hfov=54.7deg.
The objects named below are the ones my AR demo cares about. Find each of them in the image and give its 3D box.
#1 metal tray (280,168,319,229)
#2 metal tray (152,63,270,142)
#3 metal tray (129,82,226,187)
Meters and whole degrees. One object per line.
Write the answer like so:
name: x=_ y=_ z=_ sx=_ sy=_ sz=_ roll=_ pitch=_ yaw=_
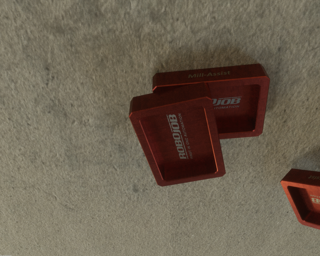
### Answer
metal tray: x=0.244 y=0.107 z=0.429 sx=0.130 sy=0.030 sz=0.090 roll=-1 pitch=123 yaw=59
metal tray: x=0.061 y=-0.027 z=0.381 sx=0.131 sy=0.030 sz=0.089 roll=-5 pitch=130 yaw=3
metal tray: x=0.025 y=0.014 z=0.375 sx=0.090 sy=0.030 sz=0.129 roll=-12 pitch=130 yaw=9
